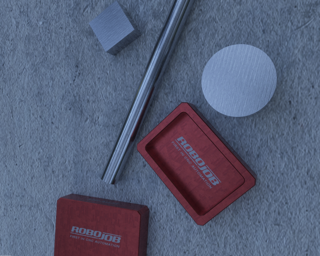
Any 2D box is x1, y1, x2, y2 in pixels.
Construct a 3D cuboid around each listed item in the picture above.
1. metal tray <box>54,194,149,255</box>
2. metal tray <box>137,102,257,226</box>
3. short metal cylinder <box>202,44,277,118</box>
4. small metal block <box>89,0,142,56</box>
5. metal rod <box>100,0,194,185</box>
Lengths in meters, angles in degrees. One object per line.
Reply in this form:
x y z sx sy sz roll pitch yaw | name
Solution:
-0.083 0.147 0.434 0.130 0.030 0.089 4 91 19 | metal tray
0.044 0.043 0.390 0.090 0.030 0.130 -43 77 14 | metal tray
0.094 -0.052 0.362 0.080 0.050 0.079 0 90 19 | short metal cylinder
-0.062 -0.138 0.430 0.050 0.025 0.050 -33 80 16 | small metal block
-0.013 -0.063 0.412 0.025 0.025 0.298 26 98 18 | metal rod
